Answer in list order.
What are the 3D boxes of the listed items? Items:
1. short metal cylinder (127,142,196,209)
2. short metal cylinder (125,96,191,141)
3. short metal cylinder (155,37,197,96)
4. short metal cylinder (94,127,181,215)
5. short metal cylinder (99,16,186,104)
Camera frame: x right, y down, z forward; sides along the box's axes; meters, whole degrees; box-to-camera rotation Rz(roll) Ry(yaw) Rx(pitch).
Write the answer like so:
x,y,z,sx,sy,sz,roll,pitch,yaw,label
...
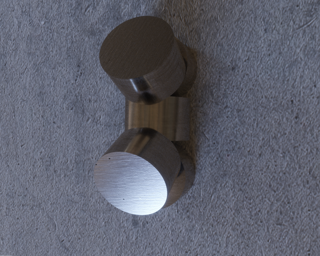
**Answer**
x,y,z,sx,sy,sz,roll,pitch,yaw,label
0.000,0.058,0.397,0.080,0.050,0.080,0,90,20,short metal cylinder
-0.003,-0.011,0.383,0.080,0.080,0.050,2,91,20,short metal cylinder
0.003,-0.077,0.396,0.080,0.050,0.080,0,90,20,short metal cylinder
-0.023,0.046,0.335,0.080,0.050,0.079,9,121,16,short metal cylinder
-0.017,-0.072,0.334,0.080,0.050,0.080,-8,62,15,short metal cylinder
